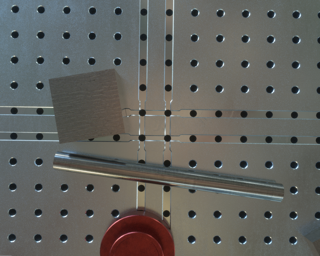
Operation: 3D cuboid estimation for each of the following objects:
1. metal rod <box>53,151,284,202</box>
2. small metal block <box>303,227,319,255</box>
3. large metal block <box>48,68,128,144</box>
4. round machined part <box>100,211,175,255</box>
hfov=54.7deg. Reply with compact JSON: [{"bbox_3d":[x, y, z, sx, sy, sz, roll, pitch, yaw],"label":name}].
[{"bbox_3d":[0.012,0.065,0.413,0.302,0.025,0.025,8,90,-1],"label":"metal rod"},{"bbox_3d":[0.233,0.160,0.417,0.050,0.025,0.050,-28,90,-1],"label":"small metal block"},{"bbox_3d":[-0.089,-0.027,0.400,0.080,0.050,0.080,-10,90,-1],"label":"large metal block"},{"bbox_3d":[-0.030,0.163,0.405,0.099,0.042,0.097,0,90,-1],"label":"round machined part"}]
